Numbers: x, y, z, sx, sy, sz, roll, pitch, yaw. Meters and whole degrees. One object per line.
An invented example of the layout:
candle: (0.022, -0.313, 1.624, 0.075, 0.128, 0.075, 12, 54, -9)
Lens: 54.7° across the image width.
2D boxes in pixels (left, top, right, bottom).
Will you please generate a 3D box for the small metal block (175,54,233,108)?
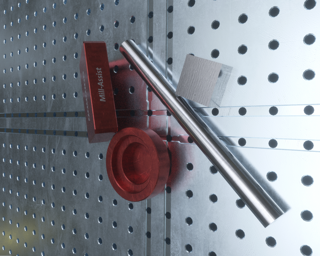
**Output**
small metal block: (0.051, -0.056, 0.367, 0.050, 0.025, 0.050, 27, 107, 37)

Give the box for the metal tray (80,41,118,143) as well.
metal tray: (-0.093, -0.049, 0.453, 0.090, 0.030, 0.129, 146, 116, -68)

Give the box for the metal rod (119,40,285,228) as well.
metal rod: (0.034, -0.012, 0.381, 0.300, 0.025, 0.025, 52, 120, 27)

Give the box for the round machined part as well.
round machined part: (-0.025, 0.047, 0.419, 0.098, 0.042, 0.097, 0, 90, 40)
